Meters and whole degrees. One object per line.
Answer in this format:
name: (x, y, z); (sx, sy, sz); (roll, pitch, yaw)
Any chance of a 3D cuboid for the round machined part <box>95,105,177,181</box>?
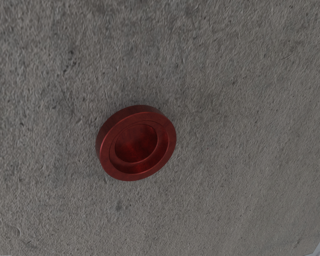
round machined part: (-0.032, 0.015, 0.387); (0.099, 0.042, 0.097); (-14, 124, -21)
